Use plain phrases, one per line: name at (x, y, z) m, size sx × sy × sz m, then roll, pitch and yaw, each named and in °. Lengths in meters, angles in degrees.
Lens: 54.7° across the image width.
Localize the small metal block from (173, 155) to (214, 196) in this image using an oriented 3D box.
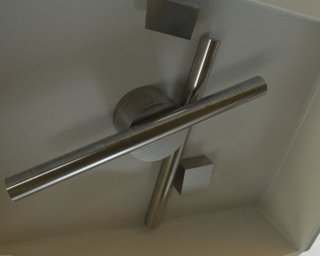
small metal block at (0.052, 0.074, 0.485) m, size 0.050 × 0.025 × 0.050 m, roll -8°, pitch 122°, yaw -25°

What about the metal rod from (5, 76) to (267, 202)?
metal rod at (-0.011, 0.004, 0.341) m, size 0.302 × 0.025 × 0.025 m, roll -23°, pitch 127°, yaw -15°

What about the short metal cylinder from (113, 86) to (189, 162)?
short metal cylinder at (-0.012, -0.006, 0.384) m, size 0.081 × 0.050 × 0.079 m, roll -14°, pitch 124°, yaw -21°

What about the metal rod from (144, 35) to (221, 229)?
metal rod at (0.024, 0.022, 0.437) m, size 0.025 × 0.025 × 0.298 m, roll 2°, pitch 118°, yaw -30°

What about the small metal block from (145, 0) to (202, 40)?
small metal block at (0.014, -0.120, 0.313) m, size 0.050 × 0.050 × 0.025 m, roll 14°, pitch 71°, yaw -1°
